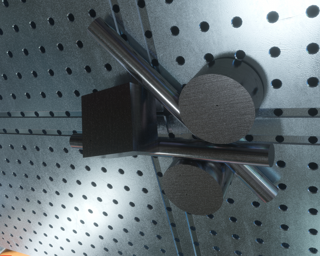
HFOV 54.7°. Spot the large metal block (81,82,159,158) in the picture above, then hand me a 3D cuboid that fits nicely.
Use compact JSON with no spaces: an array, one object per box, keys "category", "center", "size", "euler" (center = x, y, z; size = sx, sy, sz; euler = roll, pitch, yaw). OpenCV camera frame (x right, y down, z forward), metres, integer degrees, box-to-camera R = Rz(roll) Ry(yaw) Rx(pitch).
[{"category":"large metal block","center":[-0.051,-0.005,0.391],"size":[0.080,0.050,0.080],"euler":[-10,79,33]}]

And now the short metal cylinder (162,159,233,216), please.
[{"category":"short metal cylinder","center":[0.050,0.067,0.405],"size":[0.080,0.050,0.079],"euler":[13,124,21]}]

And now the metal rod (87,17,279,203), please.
[{"category":"metal rod","center":[0.030,-0.020,0.379],"size":[0.300,0.025,0.025],"euler":[44,129,-3]}]

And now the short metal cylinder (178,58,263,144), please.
[{"category":"short metal cylinder","center":[0.067,-0.030,0.337],"size":[0.080,0.050,0.079],"euler":[13,124,21]}]

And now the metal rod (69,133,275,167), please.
[{"category":"metal rod","center":[-0.009,0.024,0.404],"size":[0.300,0.025,0.025],"euler":[2,120,34]}]
